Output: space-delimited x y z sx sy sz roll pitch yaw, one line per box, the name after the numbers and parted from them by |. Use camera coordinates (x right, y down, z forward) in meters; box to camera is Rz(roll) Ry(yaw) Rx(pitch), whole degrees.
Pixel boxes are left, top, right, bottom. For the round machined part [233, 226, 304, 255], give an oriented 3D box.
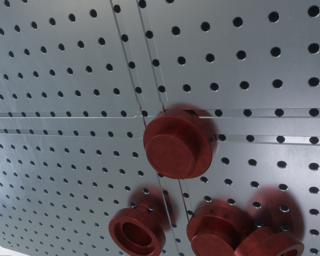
0.137 0.169 0.409 0.042 0.099 0.097 50 142 44 | round machined part

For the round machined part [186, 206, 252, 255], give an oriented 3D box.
0.085 0.168 0.459 0.098 0.042 0.097 13 124 21 | round machined part

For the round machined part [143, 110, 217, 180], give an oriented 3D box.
0.021 0.028 0.407 0.098 0.042 0.097 13 124 21 | round machined part

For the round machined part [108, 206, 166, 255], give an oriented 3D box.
-0.035 0.173 0.526 0.098 0.042 0.097 13 124 21 | round machined part
